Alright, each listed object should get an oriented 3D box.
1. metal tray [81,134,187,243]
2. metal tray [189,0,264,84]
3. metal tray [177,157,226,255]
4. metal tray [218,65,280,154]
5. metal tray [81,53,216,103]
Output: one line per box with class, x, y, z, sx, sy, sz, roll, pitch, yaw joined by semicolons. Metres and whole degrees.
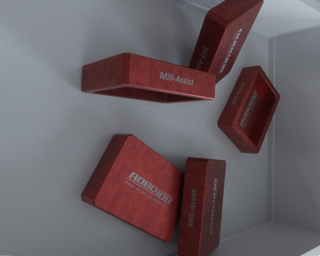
metal tray;-0.021;0.077;0.388;0.130;0.030;0.090;40;66;-33
metal tray;0.082;-0.110;0.419;0.030;0.129;0.090;39;56;16
metal tray;0.062;0.108;0.437;0.090;0.030;0.129;15;80;-62
metal tray;0.158;-0.032;0.538;0.090;0.030;0.130;43;64;-32
metal tray;-0.011;-0.052;0.356;0.131;0.090;0.030;4;88;-40
